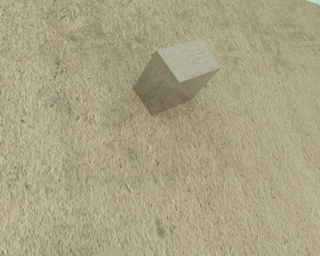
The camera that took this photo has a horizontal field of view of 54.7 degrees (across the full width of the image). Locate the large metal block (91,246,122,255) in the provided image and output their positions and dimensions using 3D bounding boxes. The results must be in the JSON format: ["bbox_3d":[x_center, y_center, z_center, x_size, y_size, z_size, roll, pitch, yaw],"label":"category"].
[{"bbox_3d":[-0.067,0.155,0.257,0.081,0.050,0.080,-8,66,-32],"label":"large metal block"}]

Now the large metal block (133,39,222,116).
[{"bbox_3d":[0.022,-0.068,0.422,0.081,0.080,0.050,-25,76,-37],"label":"large metal block"}]
